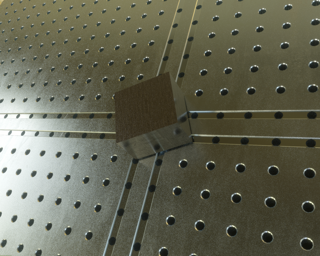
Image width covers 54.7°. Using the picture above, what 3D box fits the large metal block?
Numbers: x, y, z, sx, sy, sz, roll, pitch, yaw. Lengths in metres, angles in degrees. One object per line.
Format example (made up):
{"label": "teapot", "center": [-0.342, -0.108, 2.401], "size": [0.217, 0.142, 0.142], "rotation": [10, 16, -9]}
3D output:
{"label": "large metal block", "center": [-0.010, -0.015, 0.402], "size": [0.080, 0.050, 0.080], "rotation": [-19, 55, 17]}
